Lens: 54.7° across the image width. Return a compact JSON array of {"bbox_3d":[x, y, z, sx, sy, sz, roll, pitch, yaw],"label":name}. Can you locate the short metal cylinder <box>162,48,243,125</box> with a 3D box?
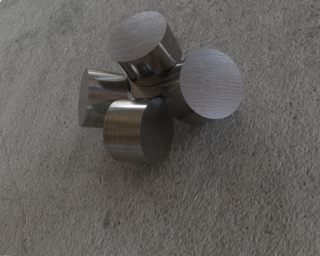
[{"bbox_3d":[0.049,-0.046,0.364,0.080,0.080,0.050,-62,16,-16],"label":"short metal cylinder"}]

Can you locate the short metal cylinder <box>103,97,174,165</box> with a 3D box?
[{"bbox_3d":[-0.024,0.003,0.378,0.050,0.080,0.080,2,63,29],"label":"short metal cylinder"}]

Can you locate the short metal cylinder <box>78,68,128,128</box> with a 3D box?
[{"bbox_3d":[-0.081,-0.039,0.428,0.080,0.050,0.079,-174,90,-67],"label":"short metal cylinder"}]

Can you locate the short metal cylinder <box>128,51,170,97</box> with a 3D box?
[{"bbox_3d":[0.001,-0.060,0.425,0.080,0.050,0.080,-13,56,20],"label":"short metal cylinder"}]

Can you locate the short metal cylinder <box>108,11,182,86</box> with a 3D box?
[{"bbox_3d":[-0.018,-0.100,0.394,0.080,0.050,0.080,-13,56,20],"label":"short metal cylinder"}]
